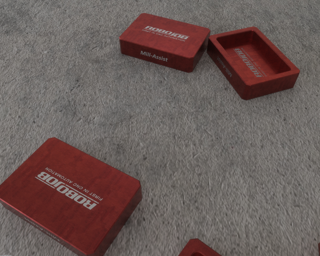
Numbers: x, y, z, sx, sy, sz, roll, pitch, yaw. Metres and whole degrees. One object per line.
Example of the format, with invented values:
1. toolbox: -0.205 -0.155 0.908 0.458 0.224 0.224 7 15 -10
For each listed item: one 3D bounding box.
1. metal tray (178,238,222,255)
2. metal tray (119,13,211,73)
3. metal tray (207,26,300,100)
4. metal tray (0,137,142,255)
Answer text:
1. metal tray: 0.027 0.171 0.255 0.090 0.030 0.131 31 56 23
2. metal tray: 0.009 -0.147 0.523 0.130 0.030 0.090 19 53 15
3. metal tray: 0.142 -0.107 0.490 0.091 0.030 0.130 -15 52 -13
4. metal tray: -0.097 0.073 0.338 0.130 0.030 0.090 24 54 18
